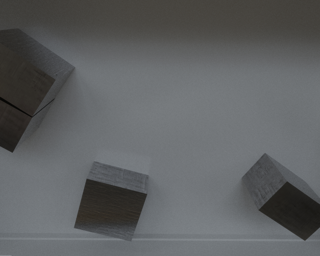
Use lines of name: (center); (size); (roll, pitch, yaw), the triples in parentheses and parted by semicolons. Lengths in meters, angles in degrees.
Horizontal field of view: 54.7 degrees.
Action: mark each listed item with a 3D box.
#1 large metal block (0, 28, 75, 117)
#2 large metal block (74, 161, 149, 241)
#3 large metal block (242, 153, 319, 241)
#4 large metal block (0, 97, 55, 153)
large metal block: (-0.155, -0.067, 0.355); (0.080, 0.080, 0.050); (34, 106, -12)
large metal block: (-0.067, 0.102, 0.435); (0.080, 0.050, 0.079); (16, 109, -6)
large metal block: (0.167, 0.090, 0.418); (0.080, 0.080, 0.050); (34, 106, -12)
large metal block: (-0.185, -0.026, 0.370); (0.080, 0.080, 0.050); (32, 107, -11)
